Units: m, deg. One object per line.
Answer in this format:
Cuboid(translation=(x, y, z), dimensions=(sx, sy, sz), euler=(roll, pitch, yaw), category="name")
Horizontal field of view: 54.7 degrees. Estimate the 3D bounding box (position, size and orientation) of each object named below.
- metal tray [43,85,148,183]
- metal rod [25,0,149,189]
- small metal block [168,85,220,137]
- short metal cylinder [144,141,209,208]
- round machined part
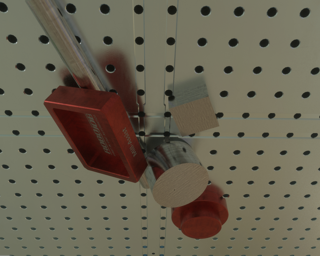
Cuboid(translation=(-0.075, 0.011, 0.386), dimensions=(0.090, 0.030, 0.129), euler=(10, 139, 27), category="metal tray")
Cuboid(translation=(-0.068, -0.022, 0.391), dimensions=(0.025, 0.025, 0.299), euler=(-16, 129, 12), category="metal rod")
Cuboid(translation=(0.043, -0.021, 0.395), dimensions=(0.050, 0.025, 0.050), euler=(-17, 129, 13), category="small metal block")
Cuboid(translation=(0.021, 0.065, 0.437), dimensions=(0.081, 0.050, 0.079), euler=(-10, 125, -14), category="short metal cylinder")
Cuboid(translation=(0.069, 0.155, 0.534), dimensions=(0.099, 0.042, 0.097), euler=(-1, 130, 0), category="round machined part")
